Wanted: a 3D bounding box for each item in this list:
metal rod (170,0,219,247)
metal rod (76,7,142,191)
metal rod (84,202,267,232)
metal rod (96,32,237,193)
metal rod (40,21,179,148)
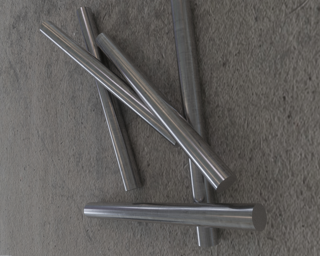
[{"bbox_3d":[0.040,-0.014,0.371,0.025,0.025,0.298,-10,84,39],"label":"metal rod"},{"bbox_3d":[-0.080,-0.052,0.471,0.025,0.025,0.299,-28,72,36],"label":"metal rod"},{"bbox_3d":[-0.010,0.106,0.389,0.299,0.025,0.025,-14,81,46],"label":"metal rod"},{"bbox_3d":[-0.011,-0.040,0.390,0.300,0.025,0.025,51,120,36],"label":"metal rod"},{"bbox_3d":[-0.078,-0.074,0.443,0.300,0.025,0.025,40,115,24],"label":"metal rod"}]
